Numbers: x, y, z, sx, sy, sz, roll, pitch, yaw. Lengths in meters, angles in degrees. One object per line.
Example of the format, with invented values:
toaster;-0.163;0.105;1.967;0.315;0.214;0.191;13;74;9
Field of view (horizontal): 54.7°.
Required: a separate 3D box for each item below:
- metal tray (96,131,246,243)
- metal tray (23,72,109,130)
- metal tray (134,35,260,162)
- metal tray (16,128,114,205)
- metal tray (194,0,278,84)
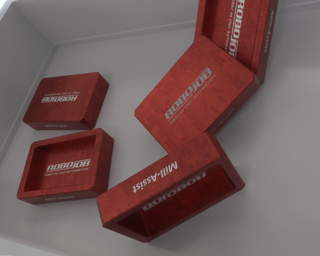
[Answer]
metal tray;0.015;0.066;0.315;0.130;0.090;0.030;-32;52;7
metal tray;-0.155;-0.043;0.511;0.130;0.030;0.090;0;61;28
metal tray;0.041;-0.034;0.373;0.130;0.030;0.090;-48;62;11
metal tray;-0.133;0.055;0.438;0.130;0.030;0.090;-11;57;22
metal tray;0.091;-0.122;0.385;0.090;0.030;0.129;14;104;33
